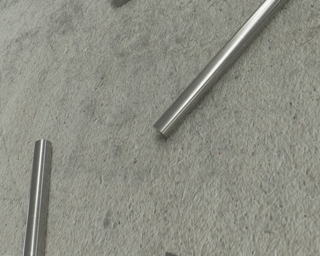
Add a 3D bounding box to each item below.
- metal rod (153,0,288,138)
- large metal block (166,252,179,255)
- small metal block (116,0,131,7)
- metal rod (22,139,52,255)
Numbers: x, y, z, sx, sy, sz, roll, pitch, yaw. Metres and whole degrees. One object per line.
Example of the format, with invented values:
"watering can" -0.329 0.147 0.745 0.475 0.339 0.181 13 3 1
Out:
"metal rod" 0.098 -0.106 0.416 0.300 0.025 0.025 -49 52 -7
"large metal block" 0.038 0.163 0.267 0.080 0.050 0.080 7 65 31
"small metal block" -0.069 -0.272 0.605 0.050 0.025 0.050 -30 52 9
"metal rod" -0.161 0.146 0.396 0.025 0.025 0.299 -21 54 16
